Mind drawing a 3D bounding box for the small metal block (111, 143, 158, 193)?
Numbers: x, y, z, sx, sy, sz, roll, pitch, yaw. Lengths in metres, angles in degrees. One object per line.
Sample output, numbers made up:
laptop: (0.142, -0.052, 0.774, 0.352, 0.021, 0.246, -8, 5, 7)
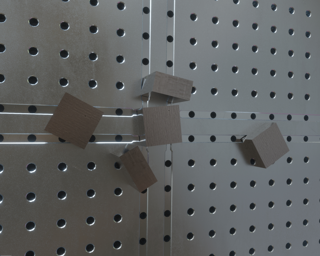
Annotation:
small metal block: (-0.033, 0.048, 0.387, 0.025, 0.050, 0.050, -32, 101, -17)

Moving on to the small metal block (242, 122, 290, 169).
small metal block: (0.161, 0.026, 0.471, 0.050, 0.025, 0.050, -32, 101, -17)

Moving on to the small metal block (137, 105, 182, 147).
small metal block: (-0.001, -0.003, 0.412, 0.050, 0.025, 0.050, -6, 92, -20)

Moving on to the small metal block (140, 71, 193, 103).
small metal block: (0.008, -0.051, 0.402, 0.050, 0.050, 0.025, 12, 86, -20)

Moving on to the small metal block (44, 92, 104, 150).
small metal block: (-0.104, -0.008, 0.374, 0.050, 0.025, 0.050, 29, 80, -18)
